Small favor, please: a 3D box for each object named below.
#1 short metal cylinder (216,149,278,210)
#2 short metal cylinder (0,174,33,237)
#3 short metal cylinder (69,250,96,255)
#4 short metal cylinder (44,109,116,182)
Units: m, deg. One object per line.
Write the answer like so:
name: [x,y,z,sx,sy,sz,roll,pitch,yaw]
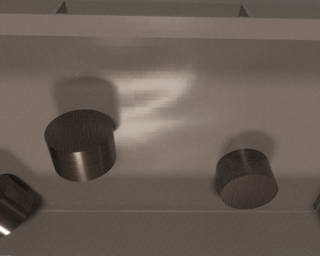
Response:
short metal cylinder: [0.127,0.077,0.460,0.081,0.050,0.079,0,130,0]
short metal cylinder: [-0.244,0.117,0.469,0.080,0.080,0.050,-21,127,16]
short metal cylinder: [-0.164,0.294,0.624,0.050,0.080,0.080,-28,125,21]
short metal cylinder: [-0.097,0.020,0.389,0.081,0.080,0.050,0,130,-1]
